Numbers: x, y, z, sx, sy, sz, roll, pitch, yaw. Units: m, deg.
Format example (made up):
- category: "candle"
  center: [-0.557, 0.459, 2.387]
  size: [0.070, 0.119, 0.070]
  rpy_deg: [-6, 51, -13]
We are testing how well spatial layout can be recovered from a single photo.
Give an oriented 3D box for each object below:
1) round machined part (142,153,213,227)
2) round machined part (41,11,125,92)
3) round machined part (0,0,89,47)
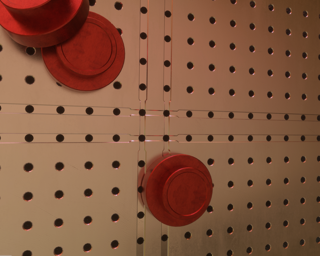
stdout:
- category: "round machined part"
  center: [0.028, 0.084, 0.415]
  size: [0.099, 0.042, 0.097]
  rpy_deg: [0, 90, -21]
- category: "round machined part"
  center: [-0.090, -0.093, 0.371]
  size: [0.099, 0.042, 0.097]
  rpy_deg: [0, 90, -21]
- category: "round machined part"
  center: [-0.130, -0.139, 0.332]
  size: [0.099, 0.042, 0.098]
  rpy_deg: [-2, 68, 4]
